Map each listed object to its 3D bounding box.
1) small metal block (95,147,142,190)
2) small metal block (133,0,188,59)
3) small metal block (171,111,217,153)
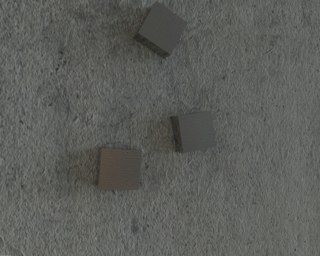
[{"bbox_3d":[-0.052,0.051,0.390,0.050,0.025,0.050,5,88,-20],"label":"small metal block"},{"bbox_3d":[0.001,-0.129,0.409,0.050,0.025,0.050,30,80,-18],"label":"small metal block"},{"bbox_3d":[0.046,0.005,0.426,0.050,0.025,0.050,-10,93,-20],"label":"small metal block"}]
